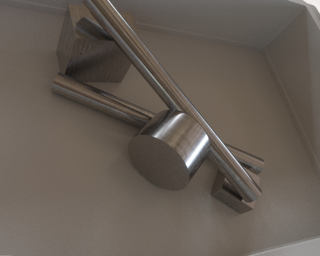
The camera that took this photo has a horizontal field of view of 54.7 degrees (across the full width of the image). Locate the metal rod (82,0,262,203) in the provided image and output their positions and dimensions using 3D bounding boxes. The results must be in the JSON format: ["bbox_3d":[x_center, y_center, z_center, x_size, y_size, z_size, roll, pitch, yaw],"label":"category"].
[{"bbox_3d":[0.020,-0.030,0.360,0.300,0.025,0.025,50,50,-9],"label":"metal rod"}]

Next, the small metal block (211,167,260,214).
[{"bbox_3d":[0.102,0.078,0.413,0.050,0.025,0.050,33,51,-7],"label":"small metal block"}]

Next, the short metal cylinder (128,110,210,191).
[{"bbox_3d":[0.010,0.026,0.359,0.080,0.080,0.050,43,51,0],"label":"short metal cylinder"}]

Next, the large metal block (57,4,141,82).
[{"bbox_3d":[-0.079,-0.102,0.390,0.081,0.080,0.050,-4,64,-30],"label":"large metal block"}]

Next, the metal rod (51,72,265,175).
[{"bbox_3d":[0.009,0.000,0.410,0.302,0.025,0.025,23,53,-15],"label":"metal rod"}]
